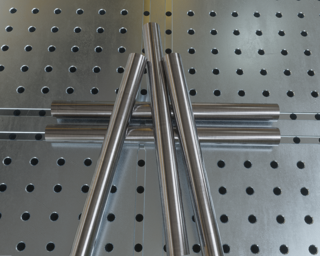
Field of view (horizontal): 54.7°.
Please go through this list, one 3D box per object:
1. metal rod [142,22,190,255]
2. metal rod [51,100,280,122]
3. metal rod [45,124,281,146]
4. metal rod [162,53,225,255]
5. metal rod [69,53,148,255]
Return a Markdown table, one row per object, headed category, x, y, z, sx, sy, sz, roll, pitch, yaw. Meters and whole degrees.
| category | x | y | z | sx | sy | sz | roll | pitch | yaw |
| --- | --- | --- | --- | --- | --- | --- | --- | --- | --- |
| metal rod | 0.004 | -0.001 | 0.386 | 0.025 | 0.025 | 0.299 | -6 | 70 | -3 |
| metal rod | 0.007 | -0.023 | 0.420 | 0.302 | 0.025 | 0.025 | 1 | 70 | 0 |
| metal rod | 0.004 | 0.009 | 0.409 | 0.302 | 0.025 | 0.025 | 1 | 70 | 0 |
| metal rod | 0.042 | 0.050 | 0.374 | 0.025 | 0.025 | 0.299 | -10 | 77 | -4 |
| metal rod | -0.065 | 0.049 | 0.374 | 0.025 | 0.025 | 0.299 | 14 | 77 | 4 |
